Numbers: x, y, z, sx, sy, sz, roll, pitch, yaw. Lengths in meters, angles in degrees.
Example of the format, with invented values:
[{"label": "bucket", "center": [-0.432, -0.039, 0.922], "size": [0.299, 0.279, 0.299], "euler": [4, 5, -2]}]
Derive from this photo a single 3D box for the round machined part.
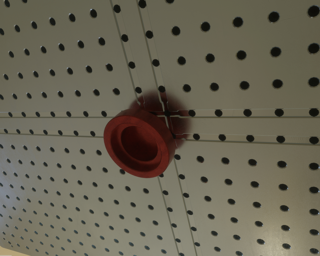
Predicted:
[{"label": "round machined part", "center": [-0.024, 0.017, 0.424], "size": [0.098, 0.042, 0.097], "euler": [13, 124, 21]}]
